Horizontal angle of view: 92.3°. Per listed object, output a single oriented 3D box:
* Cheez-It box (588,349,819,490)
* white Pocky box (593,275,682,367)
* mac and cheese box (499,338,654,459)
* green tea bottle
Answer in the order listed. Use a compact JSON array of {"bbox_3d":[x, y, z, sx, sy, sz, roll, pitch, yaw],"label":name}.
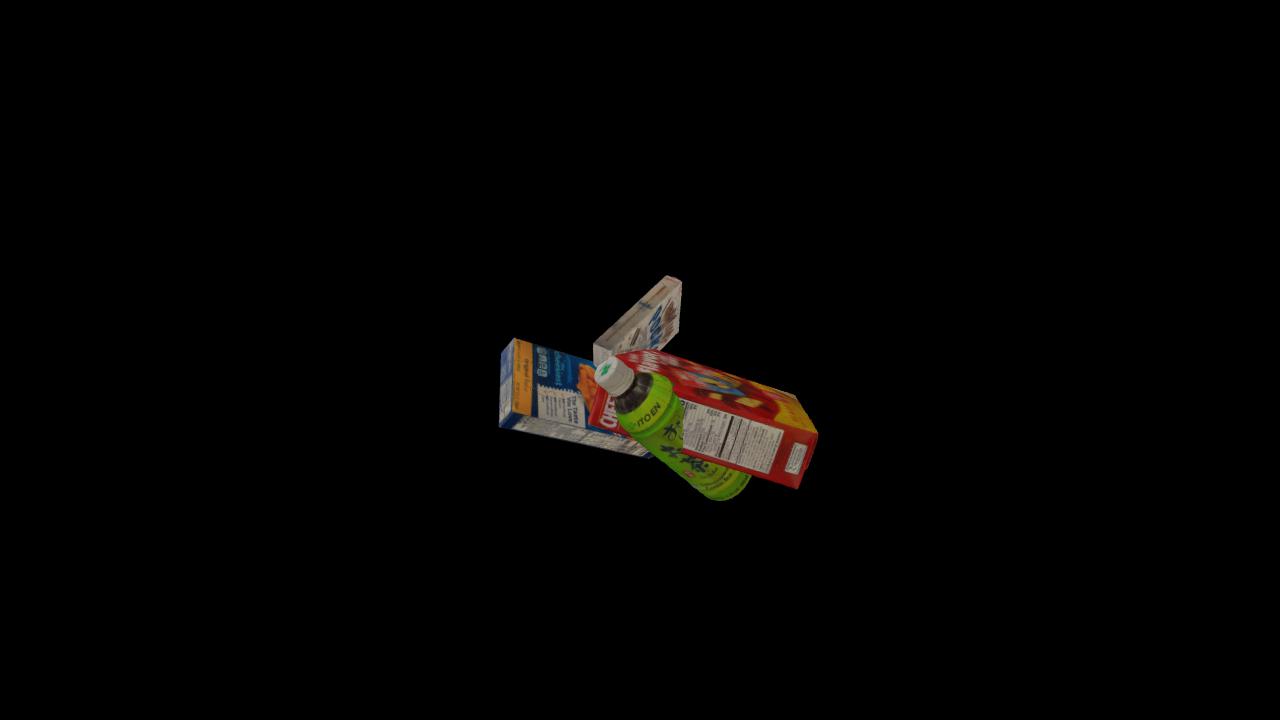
[{"bbox_3d":[0.068,0.052,0.679,0.223,0.071,0.166,18,12,3],"label":"Cheez-It box"},{"bbox_3d":[-0.001,-0.028,0.730,0.028,0.084,0.154,25,48,23],"label":"white Pocky box"},{"bbox_3d":[-0.061,0.045,0.670,0.184,0.093,0.041,17,-42,-30],"label":"mac and cheese box"},{"bbox_3d":[0.034,0.068,0.634,0.212,0.073,0.073,44,-25,-30],"label":"green tea bottle"}]
